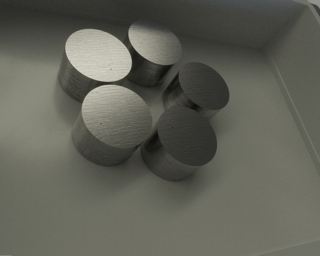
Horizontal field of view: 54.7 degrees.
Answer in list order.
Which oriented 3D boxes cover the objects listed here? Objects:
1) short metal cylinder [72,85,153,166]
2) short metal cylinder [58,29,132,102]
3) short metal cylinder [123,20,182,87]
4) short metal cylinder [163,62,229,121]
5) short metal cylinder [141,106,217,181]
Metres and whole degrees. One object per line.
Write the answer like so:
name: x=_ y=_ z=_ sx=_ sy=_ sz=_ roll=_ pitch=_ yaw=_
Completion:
short metal cylinder: x=-0.056 y=-0.003 z=0.359 sx=0.081 sy=0.050 sz=0.080 roll=14 pitch=56 yaw=-21
short metal cylinder: x=-0.082 y=-0.076 z=0.389 sx=0.081 sy=0.050 sz=0.080 roll=14 pitch=56 yaw=-21
short metal cylinder: x=-0.016 y=-0.107 z=0.443 sx=0.081 sy=0.050 sz=0.080 roll=14 pitch=56 yaw=-21
short metal cylinder: x=0.051 y=-0.047 z=0.443 sx=0.081 sy=0.050 sz=0.080 roll=14 pitch=56 yaw=-21
short metal cylinder: x=0.023 y=0.020 z=0.387 sx=0.081 sy=0.050 sz=0.080 roll=14 pitch=56 yaw=-21
